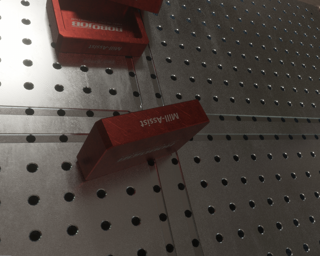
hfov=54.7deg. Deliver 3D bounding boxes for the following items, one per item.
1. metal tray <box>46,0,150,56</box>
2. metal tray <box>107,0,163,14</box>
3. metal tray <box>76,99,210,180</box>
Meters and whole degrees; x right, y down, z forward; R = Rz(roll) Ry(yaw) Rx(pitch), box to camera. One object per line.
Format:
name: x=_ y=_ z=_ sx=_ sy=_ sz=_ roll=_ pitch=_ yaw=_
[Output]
metal tray: x=-0.089 y=-0.152 z=0.450 sx=0.131 sy=0.030 sz=0.090 roll=-4 pitch=64 yaw=-31
metal tray: x=-0.067 y=-0.225 z=0.486 sx=0.131 sy=0.030 sz=0.090 roll=6 pitch=37 yaw=-26
metal tray: x=-0.019 y=0.012 z=0.350 sx=0.131 sy=0.090 sz=0.030 roll=-14 pitch=70 yaw=-34
